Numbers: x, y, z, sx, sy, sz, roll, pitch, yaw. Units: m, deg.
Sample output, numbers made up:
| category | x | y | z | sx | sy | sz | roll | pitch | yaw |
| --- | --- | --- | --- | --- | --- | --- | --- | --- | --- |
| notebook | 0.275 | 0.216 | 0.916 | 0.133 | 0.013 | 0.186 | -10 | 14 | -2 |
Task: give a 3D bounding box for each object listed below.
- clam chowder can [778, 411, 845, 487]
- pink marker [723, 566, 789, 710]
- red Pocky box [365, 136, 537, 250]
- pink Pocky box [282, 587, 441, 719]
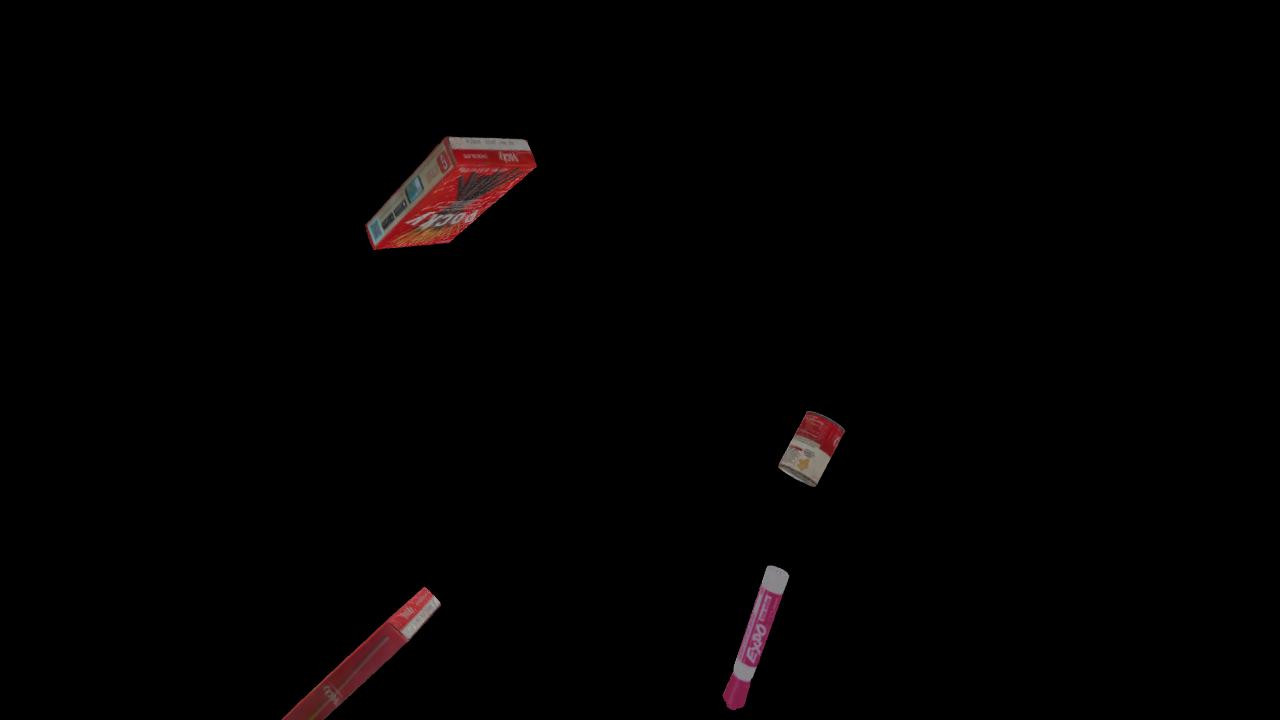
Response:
| category | x | y | z | sx | sy | sz | roll | pitch | yaw |
| --- | --- | --- | --- | --- | --- | --- | --- | --- | --- |
| clam chowder can | 0.272 | 0.142 | 0.980 | 0.068 | 0.102 | 0.068 | 31 | -9 | 6 |
| pink marker | 0.093 | 0.227 | 0.499 | 0.020 | 0.121 | 0.020 | 17 | 4 | -1 |
| red Pocky box | -0.165 | -0.140 | 0.529 | 0.155 | 0.028 | 0.083 | -23 | -1 | 42 |
| pink Pocky box | -0.271 | 0.295 | 0.598 | 0.155 | 0.029 | 0.084 | -43 | -2 | 3 |
